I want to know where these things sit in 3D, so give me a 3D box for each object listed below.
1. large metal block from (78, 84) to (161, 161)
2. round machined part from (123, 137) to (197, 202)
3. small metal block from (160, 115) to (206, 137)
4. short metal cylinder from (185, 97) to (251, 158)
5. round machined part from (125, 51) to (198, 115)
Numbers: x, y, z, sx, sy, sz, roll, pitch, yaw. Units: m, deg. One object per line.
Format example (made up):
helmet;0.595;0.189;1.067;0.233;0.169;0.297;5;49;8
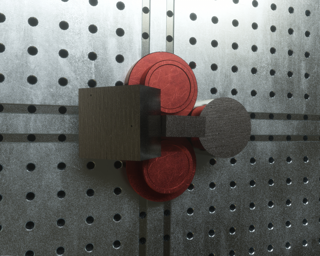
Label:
large metal block;-0.046;-0.006;0.360;0.050;0.080;0.080;-1;91;-65
round machined part;0.004;0.048;0.405;0.099;0.042;0.097;0;90;-20
small metal block;0.022;-0.002;0.384;0.050;0.050;0.025;1;90;-20
short metal cylinder;0.077;-0.001;0.426;0.081;0.050;0.080;0;90;-20
round machined part;0.006;-0.052;0.406;0.099;0.042;0.097;0;90;-20
